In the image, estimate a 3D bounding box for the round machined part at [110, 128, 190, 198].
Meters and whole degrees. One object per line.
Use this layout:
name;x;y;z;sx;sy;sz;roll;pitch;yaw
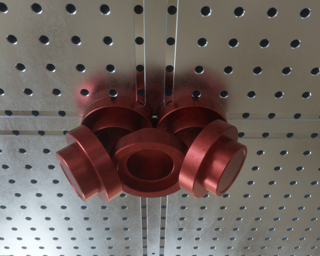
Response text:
round machined part;-0.012;0.038;0.376;0.099;0.042;0.097;-1;130;0

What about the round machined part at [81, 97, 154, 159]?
round machined part;-0.056;0.010;0.408;0.099;0.042;0.097;-1;130;0

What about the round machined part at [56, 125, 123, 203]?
round machined part;-0.090;0.049;0.374;0.042;0.098;0.097;-30;135;-25

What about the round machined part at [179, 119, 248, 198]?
round machined part;0.069;0.042;0.370;0.042;0.099;0.097;29;138;29

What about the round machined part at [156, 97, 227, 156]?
round machined part;0.042;0.010;0.409;0.099;0.042;0.097;-1;130;0
